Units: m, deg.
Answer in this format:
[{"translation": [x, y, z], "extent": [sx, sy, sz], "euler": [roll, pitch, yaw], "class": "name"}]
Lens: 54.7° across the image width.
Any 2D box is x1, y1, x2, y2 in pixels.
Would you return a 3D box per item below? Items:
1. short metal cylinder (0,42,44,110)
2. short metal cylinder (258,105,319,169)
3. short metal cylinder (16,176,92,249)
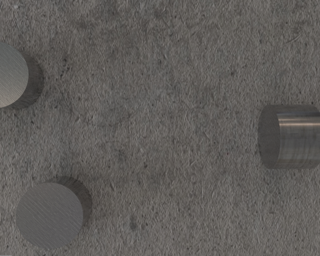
[{"translation": [-0.198, -0.064, 0.396], "extent": [0.081, 0.050, 0.080], "euler": [0, 90, 0], "class": "short metal cylinder"}, {"translation": [0.159, 0.011, 0.384], "extent": [0.050, 0.080, 0.080], "euler": [0, 90, 0], "class": "short metal cylinder"}, {"translation": [-0.133, 0.105, 0.396], "extent": [0.081, 0.050, 0.080], "euler": [0, 90, 0], "class": "short metal cylinder"}]
